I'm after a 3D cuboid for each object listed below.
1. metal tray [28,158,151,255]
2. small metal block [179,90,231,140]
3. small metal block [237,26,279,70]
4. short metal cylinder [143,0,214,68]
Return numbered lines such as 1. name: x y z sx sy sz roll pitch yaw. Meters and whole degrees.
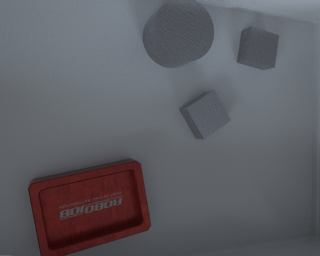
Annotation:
1. metal tray: -0.083 0.095 0.377 0.131 0.030 0.089 -10 94 -20
2. small metal block: 0.063 -0.019 0.435 0.050 0.025 0.050 -34 101 -17
3. small metal block: 0.148 -0.119 0.467 0.050 0.025 0.050 10 87 -20
4. short metal cylinder: 0.023 -0.123 0.407 0.081 0.050 0.079 0 90 -21
